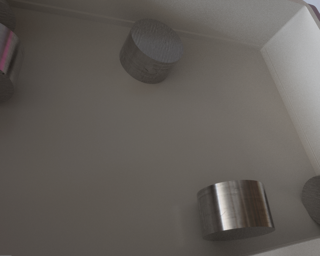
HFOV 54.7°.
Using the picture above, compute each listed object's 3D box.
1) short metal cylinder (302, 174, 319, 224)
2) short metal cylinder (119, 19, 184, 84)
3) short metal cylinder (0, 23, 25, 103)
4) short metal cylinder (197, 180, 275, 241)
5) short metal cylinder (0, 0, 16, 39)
[{"bbox_3d":[0.259,0.101,0.451,0.050,0.080,0.080,-12,68,-34],"label":"short metal cylinder"},{"bbox_3d":[-0.013,-0.112,0.452,0.081,0.050,0.080,14,56,-21],"label":"short metal cylinder"},{"bbox_3d":[-0.185,-0.067,0.312,0.081,0.080,0.050,13,57,-22],"label":"short metal cylinder"},{"bbox_3d":[0.086,0.098,0.359,0.081,0.080,0.050,9,58,-24],"label":"short metal cylinder"},{"bbox_3d":[-0.208,-0.129,0.337,0.081,0.080,0.050,-21,73,-36],"label":"short metal cylinder"}]
